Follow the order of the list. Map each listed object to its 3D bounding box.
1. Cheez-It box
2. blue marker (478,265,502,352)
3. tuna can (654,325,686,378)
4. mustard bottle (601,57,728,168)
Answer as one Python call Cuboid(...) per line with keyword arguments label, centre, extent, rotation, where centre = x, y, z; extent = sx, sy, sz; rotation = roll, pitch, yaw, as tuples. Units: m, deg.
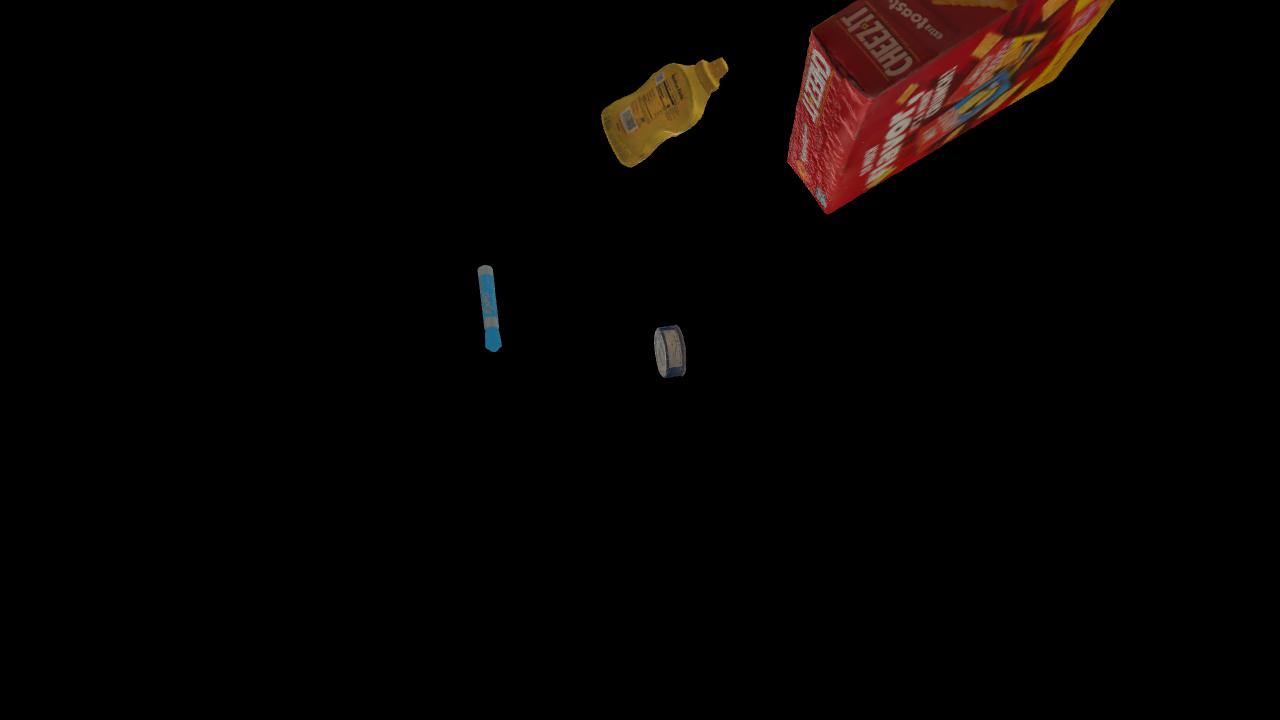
Cuboid(label="Cheez-It box", centre=(0.221, -0.216, 0.439), extent=(0.223, 0.071, 0.166), rotation=(-32, -14, 2))
Cuboid(label="blue marker", centre=(-0.179, -0.061, 0.731), extent=(0.020, 0.121, 0.020), rotation=(-11, -31, -6))
Cuboid(label="tuna can", centre=(0.048, -0.013, 0.994), extent=(0.034, 0.084, 0.084), rotation=(-7, 1, -10))
Cuboid(label="mustard bottle", centre=(0.037, -0.345, 0.829), extent=(0.184, 0.092, 0.054), rotation=(-26, -15, 28))
